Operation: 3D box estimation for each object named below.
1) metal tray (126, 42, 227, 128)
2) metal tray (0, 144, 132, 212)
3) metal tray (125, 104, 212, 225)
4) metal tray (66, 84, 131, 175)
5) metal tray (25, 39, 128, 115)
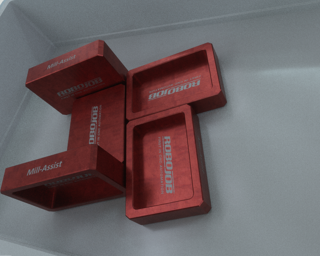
[{"bbox_3d":[0.018,-0.056,0.424,0.130,0.030,0.090,-16,55,18],"label":"metal tray"},{"bbox_3d":[-0.109,0.065,0.376,0.130,0.090,0.030,-16,56,19],"label":"metal tray"},{"bbox_3d":[0.006,0.042,0.371,0.090,0.030,0.130,-16,55,18],"label":"metal tray"},{"bbox_3d":[-0.083,0.007,0.436,0.090,0.030,0.130,-16,55,18],"label":"metal tray"},{"bbox_3d":[-0.118,-0.070,0.462,0.130,0.090,0.030,-17,55,18],"label":"metal tray"}]
